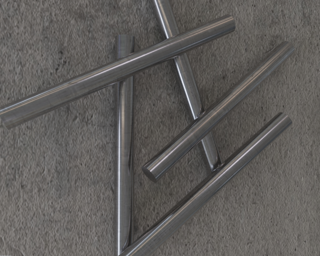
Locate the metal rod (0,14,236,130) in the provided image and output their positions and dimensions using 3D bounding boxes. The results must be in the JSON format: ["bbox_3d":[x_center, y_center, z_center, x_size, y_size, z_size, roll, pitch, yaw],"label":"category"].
[{"bbox_3d":[-0.035,-0.074,0.368,0.302,0.025,0.025,-27,99,-18],"label":"metal rod"}]

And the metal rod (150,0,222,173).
[{"bbox_3d":[0.034,-0.069,0.421,0.025,0.025,0.298,-22,97,-19],"label":"metal rod"}]

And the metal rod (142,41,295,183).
[{"bbox_3d":[0.092,-0.035,0.421,0.301,0.025,0.025,-40,103,-24],"label":"metal rod"}]

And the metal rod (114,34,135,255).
[{"bbox_3d":[-0.045,0.034,0.392,0.025,0.025,0.298,0,90,-20],"label":"metal rod"}]

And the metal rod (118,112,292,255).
[{"bbox_3d":[0.066,0.077,0.405,0.301,0.025,0.025,-38,102,-16],"label":"metal rod"}]
